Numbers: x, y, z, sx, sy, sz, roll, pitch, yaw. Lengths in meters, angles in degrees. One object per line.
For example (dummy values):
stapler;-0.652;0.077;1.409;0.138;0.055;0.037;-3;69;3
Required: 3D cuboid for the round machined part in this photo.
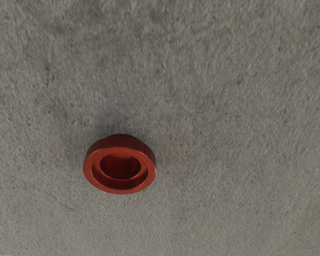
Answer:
round machined part;-0.055;0.047;0.435;0.099;0.042;0.097;-1;130;0
